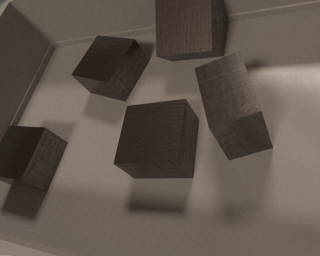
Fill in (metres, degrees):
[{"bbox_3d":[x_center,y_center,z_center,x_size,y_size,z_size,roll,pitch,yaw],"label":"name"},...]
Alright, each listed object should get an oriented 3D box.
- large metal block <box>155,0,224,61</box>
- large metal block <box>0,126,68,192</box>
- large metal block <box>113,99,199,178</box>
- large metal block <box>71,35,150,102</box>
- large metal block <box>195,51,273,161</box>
[{"bbox_3d":[0.042,-0.140,0.430,0.080,0.050,0.079,1,94,28],"label":"large metal block"},{"bbox_3d":[-0.199,0.044,0.464,0.080,0.050,0.080,2,63,29],"label":"large metal block"},{"bbox_3d":[-0.002,0.015,0.380,0.080,0.050,0.080,-5,60,25],"label":"large metal block"},{"bbox_3d":[-0.077,-0.095,0.486,0.080,0.050,0.080,16,70,34],"label":"large metal block"},{"bbox_3d":[0.082,-0.022,0.340,0.050,0.080,0.080,-19,55,17],"label":"large metal block"}]
